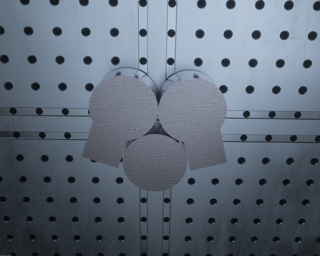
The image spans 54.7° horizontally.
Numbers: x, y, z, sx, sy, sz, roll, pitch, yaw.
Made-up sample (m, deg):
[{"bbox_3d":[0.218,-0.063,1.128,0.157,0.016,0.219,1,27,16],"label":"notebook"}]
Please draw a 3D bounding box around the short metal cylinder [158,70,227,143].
[{"bbox_3d":[0.038,-0.028,0.386,0.081,0.050,0.079,0,110,0],"label":"short metal cylinder"}]

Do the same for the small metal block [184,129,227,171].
[{"bbox_3d":[0.059,0.025,0.420,0.050,0.025,0.050,-13,110,4],"label":"small metal block"}]

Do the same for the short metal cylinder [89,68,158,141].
[{"bbox_3d":[-0.043,-0.031,0.384,0.081,0.050,0.079,0,110,0],"label":"short metal cylinder"}]

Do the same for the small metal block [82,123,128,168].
[{"bbox_3d":[-0.071,0.020,0.416,0.050,0.025,0.050,20,109,-7],"label":"small metal block"}]

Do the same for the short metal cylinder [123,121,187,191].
[{"bbox_3d":[-0.006,0.036,0.409,0.081,0.050,0.079,0,110,0],"label":"short metal cylinder"}]
